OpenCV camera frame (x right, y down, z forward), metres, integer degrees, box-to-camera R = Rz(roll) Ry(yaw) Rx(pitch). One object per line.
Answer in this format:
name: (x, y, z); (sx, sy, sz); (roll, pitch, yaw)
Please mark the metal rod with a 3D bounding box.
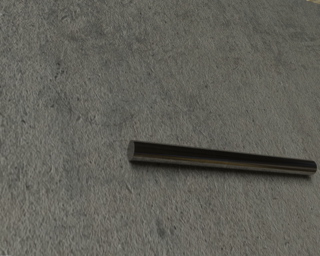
metal rod: (0.102, 0.045, 0.430); (0.302, 0.025, 0.025); (8, 59, -24)
